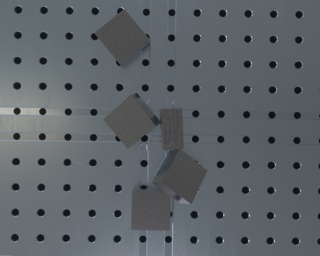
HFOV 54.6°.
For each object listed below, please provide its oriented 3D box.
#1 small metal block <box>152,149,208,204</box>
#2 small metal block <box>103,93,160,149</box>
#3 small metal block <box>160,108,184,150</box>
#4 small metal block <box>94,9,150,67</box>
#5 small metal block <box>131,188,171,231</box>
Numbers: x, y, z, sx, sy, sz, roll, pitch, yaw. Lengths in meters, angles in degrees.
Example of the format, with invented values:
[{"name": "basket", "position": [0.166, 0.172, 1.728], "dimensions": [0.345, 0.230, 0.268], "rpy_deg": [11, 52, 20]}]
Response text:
[{"name": "small metal block", "position": [0.026, 0.062, 0.398], "dimensions": [0.050, 0.025, 0.050], "rpy_deg": [39, 64, -17]}, {"name": "small metal block", "position": [-0.036, -0.010, 0.406], "dimensions": [0.050, 0.025, 0.050], "rpy_deg": [-39, 90, 19]}, {"name": "small metal block", "position": [0.014, 0.001, 0.401], "dimensions": [0.025, 0.050, 0.050], "rpy_deg": [-3, 90, -3]}, {"name": "small metal block", "position": [-0.049, -0.119, 0.413], "dimensions": [0.050, 0.025, 0.050], "rpy_deg": [-40, 90, 0]}, {"name": "small metal block", "position": [-0.011, 0.107, 0.413], "dimensions": [0.050, 0.025, 0.050], "rpy_deg": [1, 90, 0]}]
